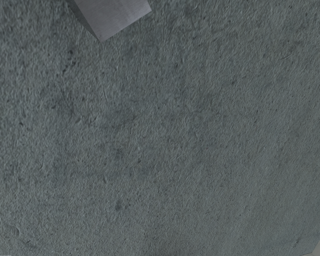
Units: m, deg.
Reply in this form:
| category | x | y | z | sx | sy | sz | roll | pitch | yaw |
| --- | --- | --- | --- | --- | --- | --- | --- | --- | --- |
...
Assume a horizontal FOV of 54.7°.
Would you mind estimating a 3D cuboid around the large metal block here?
| category | x | y | z | sx | sy | sz | roll | pitch | yaw |
| --- | --- | --- | --- | --- | --- | --- | --- | --- | --- |
| large metal block | -0.060 | -0.128 | 0.259 | 0.050 | 0.080 | 0.080 | -35 | 129 | -5 |
